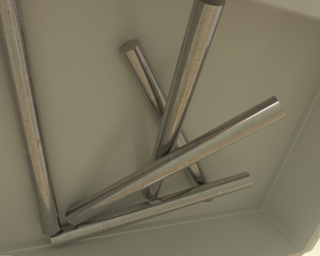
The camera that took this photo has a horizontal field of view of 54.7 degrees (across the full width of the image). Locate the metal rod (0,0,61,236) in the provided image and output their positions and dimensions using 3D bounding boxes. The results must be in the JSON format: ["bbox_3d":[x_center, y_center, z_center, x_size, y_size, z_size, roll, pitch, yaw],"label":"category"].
[{"bbox_3d":[-0.139,0.005,0.335,0.025,0.025,0.298,-12,124,-22],"label":"metal rod"}]

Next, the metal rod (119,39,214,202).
[{"bbox_3d":[0.024,0.013,0.429,0.025,0.025,0.299,-34,129,-6],"label":"metal rod"}]

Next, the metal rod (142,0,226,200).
[{"bbox_3d":[0.013,-0.004,0.355,0.025,0.025,0.298,-11,141,-23],"label":"metal rod"}]

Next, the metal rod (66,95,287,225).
[{"bbox_3d":[0.004,0.048,0.372,0.300,0.025,0.025,-30,132,19],"label":"metal rod"}]

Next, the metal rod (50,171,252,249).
[{"bbox_3d":[-0.004,0.116,0.456,0.302,0.025,0.025,-14,125,-13],"label":"metal rod"}]
